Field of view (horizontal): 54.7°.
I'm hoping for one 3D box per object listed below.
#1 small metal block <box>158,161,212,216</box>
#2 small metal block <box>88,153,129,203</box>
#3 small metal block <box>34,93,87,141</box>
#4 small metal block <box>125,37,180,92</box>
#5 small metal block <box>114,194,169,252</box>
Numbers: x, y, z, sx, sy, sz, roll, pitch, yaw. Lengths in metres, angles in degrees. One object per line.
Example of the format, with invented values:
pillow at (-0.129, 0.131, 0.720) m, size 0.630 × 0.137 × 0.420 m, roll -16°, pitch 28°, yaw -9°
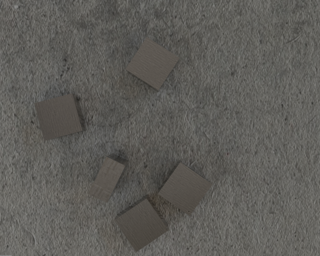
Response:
small metal block at (0.032, 0.078, 0.410) m, size 0.050 × 0.025 × 0.050 m, roll 35°, pitch 90°, yaw 0°
small metal block at (-0.064, 0.062, 0.397) m, size 0.025 × 0.050 × 0.050 m, roll 26°, pitch 90°, yaw 0°
small metal block at (-0.130, -0.014, 0.409) m, size 0.050 × 0.025 × 0.050 m, roll -15°, pitch 90°, yaw 0°
small metal block at (-0.009, -0.083, 0.410) m, size 0.050 × 0.025 × 0.050 m, roll 33°, pitch 90°, yaw 0°
small metal block at (-0.024, 0.125, 0.410) m, size 0.050 × 0.025 × 0.050 m, roll -34°, pitch 90°, yaw 0°
